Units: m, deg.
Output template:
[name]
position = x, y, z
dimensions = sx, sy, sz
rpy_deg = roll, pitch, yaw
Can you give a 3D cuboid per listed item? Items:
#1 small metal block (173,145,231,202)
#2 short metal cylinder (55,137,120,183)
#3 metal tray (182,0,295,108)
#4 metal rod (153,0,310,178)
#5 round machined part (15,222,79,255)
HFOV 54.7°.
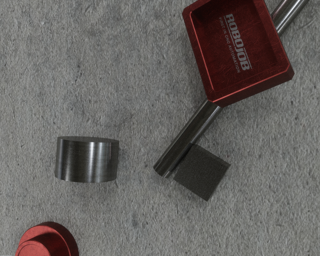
[small metal block]
position = 0.053, 0.055, 0.390
dimensions = 0.050, 0.025, 0.050
rpy_deg = 32, 100, 17
[short metal cylinder]
position = -0.097, 0.040, 0.414
dimensions = 0.080, 0.080, 0.050
rpy_deg = 5, 92, 20
[metal tray]
position = 0.085, -0.099, 0.354
dimensions = 0.090, 0.030, 0.130
rpy_deg = -23, 69, 26
[metal rod]
position = 0.089, -0.059, 0.377
dimensions = 0.025, 0.025, 0.299
rpy_deg = 40, 102, 15
[round machined part]
position = -0.175, 0.194, 0.462
dimensions = 0.098, 0.042, 0.097
rpy_deg = 0, 90, 20
